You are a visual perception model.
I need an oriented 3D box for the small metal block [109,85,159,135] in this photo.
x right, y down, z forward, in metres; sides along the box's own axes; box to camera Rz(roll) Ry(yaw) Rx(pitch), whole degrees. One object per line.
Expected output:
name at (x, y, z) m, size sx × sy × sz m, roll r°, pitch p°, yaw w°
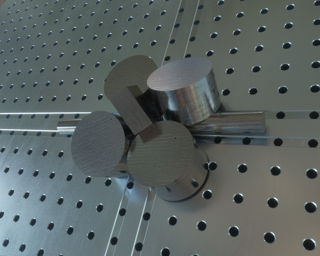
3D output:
small metal block at (-0.029, -0.023, 0.371) m, size 0.025 × 0.050 × 0.050 m, roll -34°, pitch 93°, yaw 13°

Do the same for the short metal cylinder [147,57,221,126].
short metal cylinder at (0.030, -0.046, 0.383) m, size 0.080 × 0.050 × 0.080 m, roll -14°, pitch 34°, yaw 10°

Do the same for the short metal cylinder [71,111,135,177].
short metal cylinder at (-0.064, 0.022, 0.392) m, size 0.080 × 0.050 × 0.080 m, roll -5°, pitch 80°, yaw 26°

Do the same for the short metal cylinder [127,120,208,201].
short metal cylinder at (0.010, 0.038, 0.359) m, size 0.080 × 0.050 × 0.080 m, roll -13°, pitch 56°, yaw 21°

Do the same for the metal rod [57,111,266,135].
metal rod at (-0.018, -0.004, 0.415) m, size 0.300 × 0.025 × 0.025 m, roll -1°, pitch 61°, yaw 27°

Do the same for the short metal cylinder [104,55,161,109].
short metal cylinder at (-0.031, -0.056, 0.438) m, size 0.080 × 0.050 × 0.080 m, roll -13°, pitch 56°, yaw 21°
